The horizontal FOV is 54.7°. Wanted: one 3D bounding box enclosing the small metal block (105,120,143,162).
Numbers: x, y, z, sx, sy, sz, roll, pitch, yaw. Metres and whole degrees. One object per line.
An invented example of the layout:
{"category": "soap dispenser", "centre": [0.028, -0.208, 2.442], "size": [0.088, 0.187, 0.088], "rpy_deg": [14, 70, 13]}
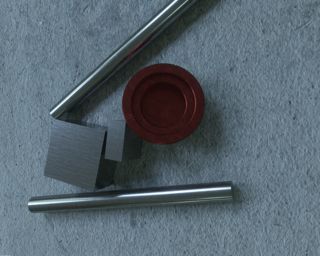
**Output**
{"category": "small metal block", "centre": [-0.046, 0.016, 0.410], "size": [0.025, 0.050, 0.050], "rpy_deg": [8, 93, 24]}

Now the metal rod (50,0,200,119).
{"category": "metal rod", "centre": [-0.040, -0.108, 0.421], "size": [0.300, 0.025, 0.025], "rpy_deg": [-38, 78, 15]}

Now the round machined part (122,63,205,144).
{"category": "round machined part", "centre": [0.004, -0.028, 0.387], "size": [0.099, 0.042, 0.097], "rpy_deg": [0, 85, 0]}

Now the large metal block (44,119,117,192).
{"category": "large metal block", "centre": [-0.106, 0.035, 0.432], "size": [0.080, 0.050, 0.079], "rpy_deg": [13, 94, 19]}

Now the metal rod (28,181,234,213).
{"category": "metal rod", "centre": [-0.052, 0.097, 0.426], "size": [0.301, 0.025, 0.025], "rpy_deg": [-8, 87, 19]}
